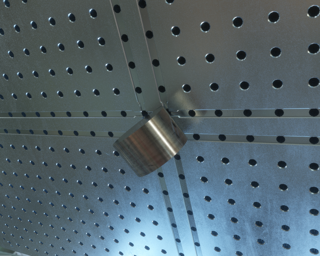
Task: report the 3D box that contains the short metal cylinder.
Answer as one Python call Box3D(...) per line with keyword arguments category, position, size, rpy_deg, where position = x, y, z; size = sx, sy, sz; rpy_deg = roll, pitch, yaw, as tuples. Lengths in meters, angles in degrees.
Box3D(category="short metal cylinder", position=(-0.012, 0.017, 0.392), size=(0.080, 0.080, 0.050), rpy_deg=(-32, 100, 38))
